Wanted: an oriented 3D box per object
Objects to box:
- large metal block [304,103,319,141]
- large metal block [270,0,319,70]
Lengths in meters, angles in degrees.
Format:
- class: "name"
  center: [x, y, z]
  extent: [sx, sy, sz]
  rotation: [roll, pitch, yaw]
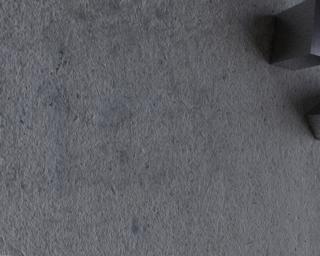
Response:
- class: "large metal block"
  center: [0.295, -0.021, 0.488]
  extent: [0.080, 0.080, 0.050]
  rotation: [-34, 102, -17]
- class: "large metal block"
  center: [0.214, -0.135, 0.458]
  extent: [0.050, 0.080, 0.080]
  rotation: [8, 88, -20]
